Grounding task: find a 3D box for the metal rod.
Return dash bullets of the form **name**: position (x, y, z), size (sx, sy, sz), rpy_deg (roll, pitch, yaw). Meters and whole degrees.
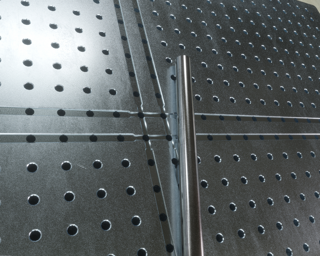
- **metal rod**: position (0.037, 0.020, 0.417), size (0.025, 0.025, 0.299), rpy_deg (14, 56, -21)
